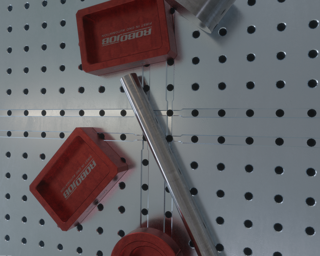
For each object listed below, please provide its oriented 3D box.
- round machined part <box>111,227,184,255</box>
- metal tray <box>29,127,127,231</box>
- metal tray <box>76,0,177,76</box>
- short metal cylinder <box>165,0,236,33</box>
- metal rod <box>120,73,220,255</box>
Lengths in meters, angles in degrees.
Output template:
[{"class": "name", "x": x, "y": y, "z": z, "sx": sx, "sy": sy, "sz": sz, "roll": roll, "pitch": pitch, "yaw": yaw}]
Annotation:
[{"class": "round machined part", "x": -0.013, "y": 0.180, "z": 0.408, "sx": 0.098, "sy": 0.042, "sz": 0.097, "roll": 0, "pitch": 90, "yaw": 20}, {"class": "metal tray", "x": -0.121, "y": 0.073, "z": 0.452, "sx": 0.090, "sy": 0.030, "sz": 0.130, "roll": 45, "pitch": 104, "yaw": 14}, {"class": "metal tray", "x": -0.048, "y": -0.130, "z": 0.426, "sx": 0.130, "sy": 0.030, "sz": 0.089, "roll": -8, "pitch": 87, "yaw": 19}, {"class": "short metal cylinder", "x": 0.045, "y": -0.158, "z": 0.368, "sx": 0.080, "sy": 0.080, "sz": 0.050, "roll": 41, "pitch": 103, "yaw": 15}, {"class": "metal rod", "x": 0.018, "y": 0.065, "z": 0.406, "sx": 0.025, "sy": 0.025, "sz": 0.299, "roll": -27, "pitch": 81, "yaw": 18}]
